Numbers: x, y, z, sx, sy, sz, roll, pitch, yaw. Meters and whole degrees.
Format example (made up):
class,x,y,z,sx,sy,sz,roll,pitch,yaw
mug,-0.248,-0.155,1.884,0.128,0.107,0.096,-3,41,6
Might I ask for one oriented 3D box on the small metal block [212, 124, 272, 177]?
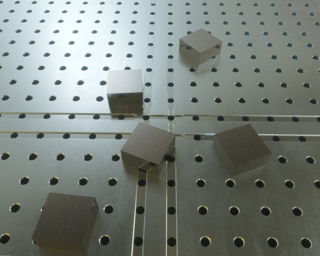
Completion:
class,x,y,z,sx,sy,sz,roll,pitch,yaw
small metal block,0.100,0.027,0.386,0.050,0.025,0.050,-16,52,-13

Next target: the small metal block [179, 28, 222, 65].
class,x,y,z,sx,sy,sz,roll,pitch,yaw
small metal block,0.068,-0.138,0.525,0.050,0.025,0.050,-31,57,-23

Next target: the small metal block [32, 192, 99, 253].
class,x,y,z,sx,sy,sz,roll,pitch,yaw
small metal block,-0.097,0.098,0.325,0.050,0.025,0.050,5,50,4

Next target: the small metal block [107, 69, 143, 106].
class,x,y,z,sx,sy,sz,roll,pitch,yaw
small metal block,-0.051,-0.060,0.458,0.050,0.025,0.050,-3,50,-3

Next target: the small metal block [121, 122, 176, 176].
class,x,y,z,sx,sy,sz,roll,pitch,yaw
small metal block,-0.014,0.025,0.387,0.050,0.025,0.050,19,53,15
